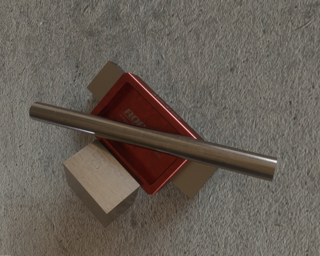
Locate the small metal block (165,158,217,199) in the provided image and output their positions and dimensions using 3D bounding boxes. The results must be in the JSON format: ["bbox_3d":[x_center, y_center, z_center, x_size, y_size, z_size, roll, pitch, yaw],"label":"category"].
[{"bbox_3d":[0.039,0.053,0.396,0.050,0.025,0.050,40,102,15],"label":"small metal block"}]

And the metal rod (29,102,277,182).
[{"bbox_3d":[-0.024,0.010,0.359,0.301,0.025,0.025,13,94,19],"label":"metal rod"}]

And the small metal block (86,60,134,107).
[{"bbox_3d":[-0.065,-0.057,0.432,0.050,0.025,0.050,46,104,14],"label":"small metal block"}]

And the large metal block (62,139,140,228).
[{"bbox_3d":[-0.076,0.073,0.397,0.050,0.080,0.080,-38,74,-27],"label":"large metal block"}]

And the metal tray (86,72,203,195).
[{"bbox_3d":[-0.021,0.006,0.387,0.130,0.030,0.090,45,104,14],"label":"metal tray"}]
